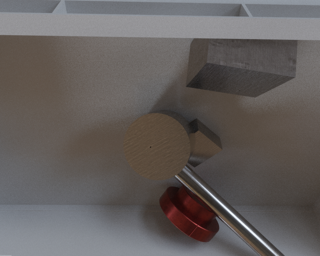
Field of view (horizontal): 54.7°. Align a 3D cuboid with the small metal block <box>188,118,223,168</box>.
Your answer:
[{"bbox_3d":[0.049,0.022,0.429,0.050,0.025,0.050,-37,121,27],"label":"small metal block"}]

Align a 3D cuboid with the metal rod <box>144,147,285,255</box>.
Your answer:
[{"bbox_3d":[0.094,0.120,0.435,0.300,0.025,0.025,43,121,-3],"label":"metal rod"}]

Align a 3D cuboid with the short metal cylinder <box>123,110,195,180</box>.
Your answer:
[{"bbox_3d":[0.001,0.019,0.385,0.080,0.050,0.079,2,97,13],"label":"short metal cylinder"}]

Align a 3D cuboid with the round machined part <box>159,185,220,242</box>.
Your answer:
[{"bbox_3d":[0.051,0.121,0.470,0.098,0.098,0.042,31,102,-24],"label":"round machined part"}]

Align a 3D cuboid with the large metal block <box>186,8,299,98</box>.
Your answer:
[{"bbox_3d":[0.076,-0.069,0.308,0.081,0.050,0.080,8,172,-7],"label":"large metal block"}]
